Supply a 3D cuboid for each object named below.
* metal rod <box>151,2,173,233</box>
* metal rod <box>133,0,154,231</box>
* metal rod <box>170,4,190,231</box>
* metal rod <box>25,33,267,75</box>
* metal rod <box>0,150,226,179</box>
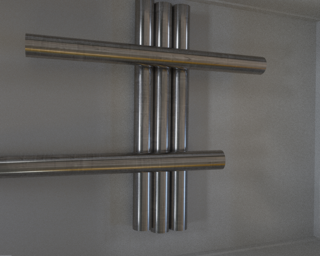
[{"bbox_3d":[0.002,-0.014,0.410,0.025,0.025,0.298,1,90,-20],"label":"metal rod"},{"bbox_3d":[-0.021,-0.019,0.402,0.025,0.025,0.298,1,90,-20],"label":"metal rod"},{"bbox_3d":[0.026,-0.014,0.418,0.025,0.025,0.298,1,90,-20],"label":"metal rod"},{"bbox_3d":[-0.001,-0.088,0.382,0.302,0.025,0.025,0,90,-20],"label":"metal rod"},{"bbox_3d":[-0.068,0.042,0.365,0.302,0.025,0.025,0,90,-13],"label":"metal rod"}]
